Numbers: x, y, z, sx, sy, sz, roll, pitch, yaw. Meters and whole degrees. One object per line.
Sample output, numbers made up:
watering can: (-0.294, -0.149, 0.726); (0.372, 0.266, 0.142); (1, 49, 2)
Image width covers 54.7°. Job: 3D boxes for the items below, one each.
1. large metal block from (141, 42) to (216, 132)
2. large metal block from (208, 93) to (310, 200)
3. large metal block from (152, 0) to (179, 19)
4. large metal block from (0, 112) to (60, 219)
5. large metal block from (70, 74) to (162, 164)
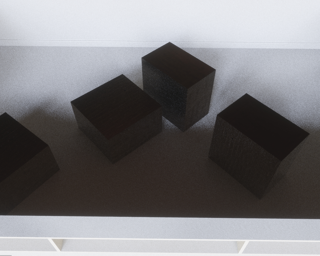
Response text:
large metal block: (0.022, -0.055, 0.415); (0.050, 0.080, 0.080); (-36, 59, -26)
large metal block: (0.106, 0.021, 0.352); (0.050, 0.080, 0.080); (-35, 58, -25)
large metal block: (0.009, -0.269, 0.598); (0.050, 0.080, 0.080); (-1, 50, -1)
large metal block: (-0.179, 0.040, 0.354); (0.080, 0.050, 0.080); (31, 57, 23)
large metal block: (-0.054, -0.014, 0.400); (0.080, 0.050, 0.080); (-34, 58, -25)
